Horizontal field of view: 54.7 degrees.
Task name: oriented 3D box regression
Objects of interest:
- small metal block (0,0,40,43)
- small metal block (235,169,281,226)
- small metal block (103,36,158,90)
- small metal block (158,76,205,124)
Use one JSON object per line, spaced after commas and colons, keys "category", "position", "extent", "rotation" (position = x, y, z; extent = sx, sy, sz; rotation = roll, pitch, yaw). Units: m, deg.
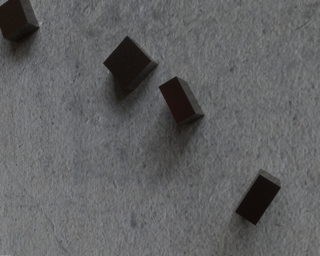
{"category": "small metal block", "position": [-0.225, -0.171, 0.486], "extent": [0.050, 0.025, 0.050], "rotation": [-25, 82, 18]}
{"category": "small metal block", "position": [0.113, 0.077, 0.356], "extent": [0.025, 0.050, 0.050], "rotation": [33, 100, 17]}
{"category": "small metal block", "position": [-0.040, -0.087, 0.422], "extent": [0.050, 0.025, 0.050], "rotation": [-45, 76, 14]}
{"category": "small metal block", "position": [0.028, -0.033, 0.385], "extent": [0.025, 0.050, 0.050], "rotation": [-29, 81, 17]}
